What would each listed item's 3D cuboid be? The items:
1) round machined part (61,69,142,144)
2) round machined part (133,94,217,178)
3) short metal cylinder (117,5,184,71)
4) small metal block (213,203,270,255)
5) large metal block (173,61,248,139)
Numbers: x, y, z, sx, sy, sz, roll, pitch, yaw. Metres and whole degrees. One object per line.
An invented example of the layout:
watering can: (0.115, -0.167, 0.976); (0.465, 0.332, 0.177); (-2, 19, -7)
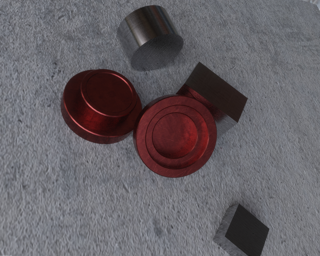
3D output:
round machined part: (-0.067, -0.033, 0.378); (0.099, 0.042, 0.098); (14, 56, -21)
round machined part: (0.016, 0.007, 0.377); (0.099, 0.042, 0.097); (-3, 100, -15)
short metal cylinder: (-0.014, -0.125, 0.439); (0.081, 0.080, 0.050); (-14, 69, -34)
small metal block: (0.100, 0.131, 0.380); (0.050, 0.025, 0.050); (40, 51, -1)
large metal block: (0.055, -0.027, 0.417); (0.080, 0.080, 0.050); (36, 51, -5)
